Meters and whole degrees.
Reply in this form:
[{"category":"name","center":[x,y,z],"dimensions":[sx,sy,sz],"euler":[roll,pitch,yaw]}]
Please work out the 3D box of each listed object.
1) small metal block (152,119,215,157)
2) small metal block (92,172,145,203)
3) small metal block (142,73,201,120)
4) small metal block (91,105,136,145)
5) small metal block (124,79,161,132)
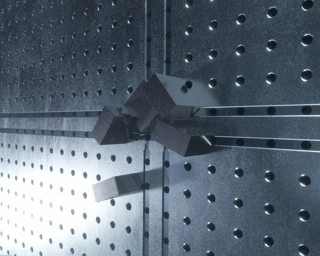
[{"category":"small metal block","center":[0.028,0.011,0.369],"dimensions":[0.050,0.050,0.025],"euler":[28,107,36]},{"category":"small metal block","center":[-0.059,0.084,0.439],"dimensions":[0.050,0.050,0.025],"euler":[-25,75,37]},{"category":"small metal block","center":[0.014,-0.038,0.380],"dimensions":[0.025,0.050,0.050],"euler":[-46,63,30]},{"category":"small metal block","center":[-0.063,-0.004,0.442],"dimensions":[0.025,0.050,0.050],"euler":[45,117,30]},{"category":"small metal block","center":[-0.015,-0.029,0.420],"dimensions":[0.050,0.025,0.050],"euler":[-48,62,29]}]
